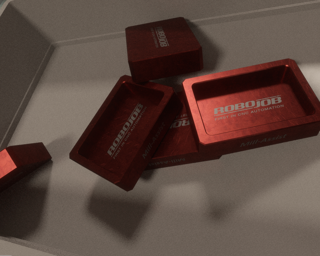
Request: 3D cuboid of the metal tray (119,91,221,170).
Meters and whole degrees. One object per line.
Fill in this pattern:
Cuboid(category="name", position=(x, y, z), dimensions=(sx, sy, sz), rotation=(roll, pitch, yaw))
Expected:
Cuboid(category="metal tray", position=(0.009, 0.003, 0.395), dimensions=(0.130, 0.030, 0.090), rotation=(-12, 57, 21))

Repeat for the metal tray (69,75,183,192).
Cuboid(category="metal tray", position=(-0.042, 0.001, 0.383), dimensions=(0.090, 0.030, 0.130), rotation=(20, 72, 35))

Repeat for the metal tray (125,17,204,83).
Cuboid(category="metal tray", position=(0.001, -0.112, 0.428), dimensions=(0.091, 0.030, 0.130), rotation=(-11, 36, -1))

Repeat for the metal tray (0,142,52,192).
Cuboid(category="metal tray", position=(-0.232, 0.069, 0.439), dimensions=(0.130, 0.090, 0.030), rotation=(-33, 87, 6))

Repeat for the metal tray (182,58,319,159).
Cuboid(category="metal tray", position=(0.097, -0.024, 0.339), dimensions=(0.131, 0.030, 0.090), rotation=(-12, 56, -1))
